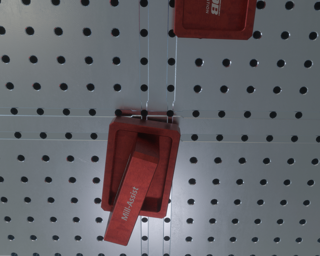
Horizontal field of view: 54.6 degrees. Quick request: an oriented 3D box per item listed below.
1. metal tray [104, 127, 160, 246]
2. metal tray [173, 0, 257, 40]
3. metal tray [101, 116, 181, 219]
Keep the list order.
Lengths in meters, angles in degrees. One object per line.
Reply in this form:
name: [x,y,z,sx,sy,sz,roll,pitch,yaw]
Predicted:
metal tray: [-0.036,0.073,0.405,0.030,0.090,0.129,18,109,-7]
metal tray: [0.063,-0.168,0.348,0.090,0.030,0.129,2,110,-1]
metal tray: [-0.027,0.054,0.420,0.090,0.030,0.129,8,108,-2]
